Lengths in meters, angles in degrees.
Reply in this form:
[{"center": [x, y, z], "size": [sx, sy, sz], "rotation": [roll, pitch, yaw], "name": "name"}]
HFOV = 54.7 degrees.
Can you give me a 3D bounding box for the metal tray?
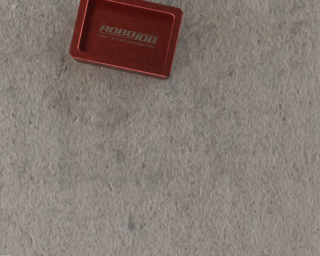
[{"center": [-0.043, -0.121, 0.406], "size": [0.131, 0.030, 0.089], "rotation": [12, 90, -1], "name": "metal tray"}]
